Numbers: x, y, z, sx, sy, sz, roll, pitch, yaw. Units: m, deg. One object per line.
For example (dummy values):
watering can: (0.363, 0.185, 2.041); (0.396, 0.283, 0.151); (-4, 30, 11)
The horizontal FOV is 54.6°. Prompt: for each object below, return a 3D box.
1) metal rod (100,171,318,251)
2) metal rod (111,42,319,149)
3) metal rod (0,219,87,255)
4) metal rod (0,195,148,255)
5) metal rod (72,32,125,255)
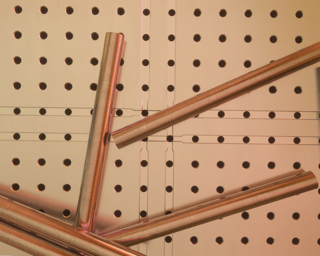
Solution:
metal rod: (0.060, 0.113, 0.413); (0.301, 0.025, 0.025); (-17, 90, 0)
metal rod: (0.079, -0.043, 0.413); (0.301, 0.025, 0.025); (-24, 90, 0)
metal rod: (-0.189, 0.136, 0.396); (0.301, 0.025, 0.025); (20, 90, 6)
metal rod: (-0.157, 0.118, 0.393); (0.301, 0.025, 0.025); (20, 90, 7)
metal rod: (-0.084, 0.024, 0.412); (0.025, 0.025, 0.298); (9, 90, 0)
